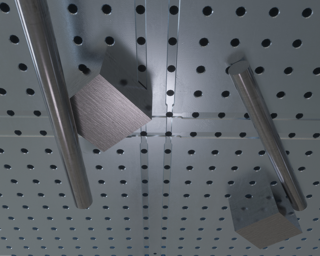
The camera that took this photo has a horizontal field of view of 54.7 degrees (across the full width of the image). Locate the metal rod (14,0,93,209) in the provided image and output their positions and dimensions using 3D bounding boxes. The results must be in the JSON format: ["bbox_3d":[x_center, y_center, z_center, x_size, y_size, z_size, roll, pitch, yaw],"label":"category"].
[{"bbox_3d":[-0.106,-0.011,0.335,0.025,0.025,0.298,0,131,0],"label":"metal rod"}]

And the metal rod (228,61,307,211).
[{"bbox_3d":[0.163,0.030,0.439,0.025,0.025,0.300,-23,127,18],"label":"metal rod"}]

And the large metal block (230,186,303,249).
[{"bbox_3d":[0.180,0.156,0.530,0.080,0.050,0.080,-35,122,25],"label":"large metal block"}]

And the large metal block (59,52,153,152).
[{"bbox_3d":[-0.066,-0.028,0.370,0.080,0.050,0.080,-33,123,25],"label":"large metal block"}]
